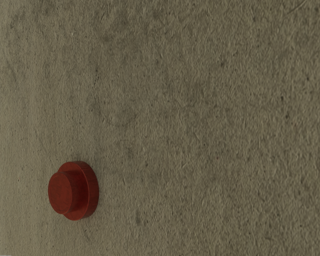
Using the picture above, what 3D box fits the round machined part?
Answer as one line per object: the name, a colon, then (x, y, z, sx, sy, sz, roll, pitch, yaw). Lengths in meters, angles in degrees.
round machined part: (-0.149, 0.105, 0.514, 0.098, 0.042, 0.097, 0, 90, 39)
